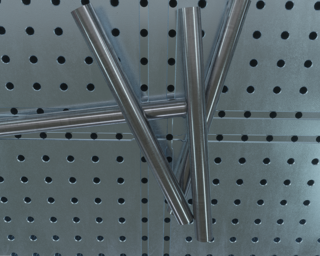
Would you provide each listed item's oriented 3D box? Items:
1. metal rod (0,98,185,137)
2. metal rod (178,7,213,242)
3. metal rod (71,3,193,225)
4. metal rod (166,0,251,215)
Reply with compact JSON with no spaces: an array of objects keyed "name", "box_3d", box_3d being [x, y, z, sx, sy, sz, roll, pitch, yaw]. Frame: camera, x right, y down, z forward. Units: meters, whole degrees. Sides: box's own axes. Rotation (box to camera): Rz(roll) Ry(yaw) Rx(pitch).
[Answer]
[{"name":"metal rod","box_3d":[-0.111,-0.012,0.408,0.301,0.025,0.025,-6,110,2]},{"name":"metal rod","box_3d":[0.047,0.008,0.389,0.025,0.025,0.298,-5,106,2]},{"name":"metal rod","box_3d":[-0.025,-0.002,0.384,0.025,0.025,0.299,-23,109,8]},{"name":"metal rod","box_3d":[0.057,-0.014,0.408,0.025,0.025,0.298,13,110,-5]}]
